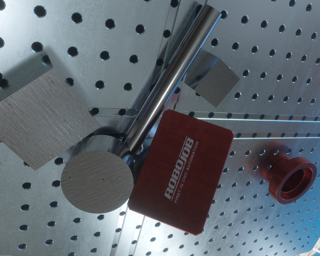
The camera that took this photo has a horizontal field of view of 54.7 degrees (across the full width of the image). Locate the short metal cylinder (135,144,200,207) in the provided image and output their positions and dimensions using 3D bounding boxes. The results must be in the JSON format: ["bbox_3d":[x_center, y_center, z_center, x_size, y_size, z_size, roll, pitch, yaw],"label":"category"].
[{"bbox_3d":[0.008,0.066,0.415,0.080,0.080,0.050,-48,141,5],"label":"short metal cylinder"}]

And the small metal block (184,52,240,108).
[{"bbox_3d":[0.070,-0.063,0.410,0.050,0.025,0.050,32,100,-38],"label":"small metal block"}]

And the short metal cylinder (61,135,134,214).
[{"bbox_3d":[-0.072,0.054,0.371,0.081,0.050,0.079,-1,108,-4],"label":"short metal cylinder"}]

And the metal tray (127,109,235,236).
[{"bbox_3d":[0.027,0.052,0.378,0.030,0.090,0.130,78,33,-75],"label":"metal tray"}]

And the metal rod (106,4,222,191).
[{"bbox_3d":[-0.016,-0.014,0.393,0.025,0.025,0.299,22,107,-36],"label":"metal rod"}]

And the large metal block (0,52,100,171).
[{"bbox_3d":[-0.123,-0.017,0.318,0.080,0.050,0.080,-35,129,-5],"label":"large metal block"}]

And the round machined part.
[{"bbox_3d":[0.247,0.095,0.594,0.099,0.042,0.097,-14,124,-21],"label":"round machined part"}]
